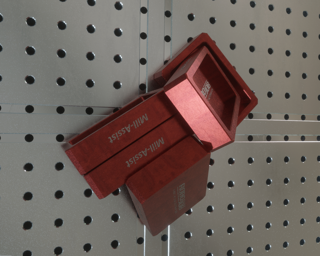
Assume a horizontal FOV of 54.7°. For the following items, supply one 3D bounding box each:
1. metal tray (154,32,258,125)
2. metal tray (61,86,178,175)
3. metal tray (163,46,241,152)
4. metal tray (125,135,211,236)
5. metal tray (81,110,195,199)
[{"bbox_3d":[0.067,-0.054,0.435,0.090,0.030,0.130,-46,105,-15],"label":"metal tray"},{"bbox_3d":[-0.048,0.000,0.361,0.131,0.090,0.030,-34,102,-17],"label":"metal tray"},{"bbox_3d":[0.057,-0.041,0.375,0.090,0.030,0.130,52,30,-13],"label":"metal tray"},{"bbox_3d":[0.014,0.074,0.370,0.090,0.129,0.030,-34,60,-17],"label":"metal tray"},{"bbox_3d":[-0.031,0.025,0.366,0.131,0.090,0.030,-34,102,-17],"label":"metal tray"}]
